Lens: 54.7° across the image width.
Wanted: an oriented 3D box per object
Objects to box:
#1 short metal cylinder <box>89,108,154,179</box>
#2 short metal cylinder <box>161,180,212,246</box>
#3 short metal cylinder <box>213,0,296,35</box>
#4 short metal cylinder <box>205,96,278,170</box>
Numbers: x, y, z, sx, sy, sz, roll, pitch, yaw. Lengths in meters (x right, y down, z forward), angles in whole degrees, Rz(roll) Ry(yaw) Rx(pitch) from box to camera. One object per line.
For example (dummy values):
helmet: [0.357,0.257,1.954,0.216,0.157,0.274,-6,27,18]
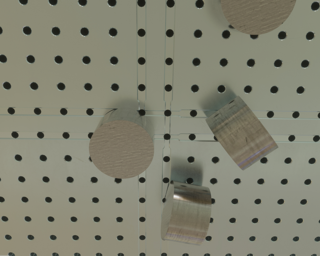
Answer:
short metal cylinder: [-0.048,0.019,0.407,0.081,0.050,0.079,0,110,-1]
short metal cylinder: [0.034,0.117,0.428,0.050,0.080,0.079,12,110,-5]
short metal cylinder: [0.103,-0.148,0.347,0.081,0.050,0.079,0,110,-1]
short metal cylinder: [0.102,0.006,0.388,0.050,0.080,0.080,-37,106,12]
